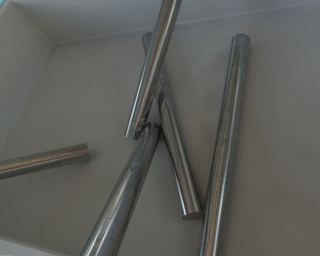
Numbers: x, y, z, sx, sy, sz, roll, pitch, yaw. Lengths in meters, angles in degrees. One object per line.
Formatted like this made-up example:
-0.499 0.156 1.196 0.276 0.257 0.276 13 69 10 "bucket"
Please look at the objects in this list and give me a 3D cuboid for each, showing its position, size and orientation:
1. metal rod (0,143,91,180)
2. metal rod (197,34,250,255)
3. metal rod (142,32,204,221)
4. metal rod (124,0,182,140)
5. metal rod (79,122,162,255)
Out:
-0.245 0.064 0.405 0.302 0.025 0.025 -12 52 -13 "metal rod"
0.077 0.013 0.356 0.025 0.025 0.300 0 61 28 "metal rod"
0.009 -0.026 0.415 0.025 0.025 0.299 -23 53 14 "metal rod"
0.005 -0.128 0.389 0.025 0.025 0.298 25 104 36 "metal rod"
-0.034 0.066 0.276 0.025 0.025 0.301 -18 20 18 "metal rod"
